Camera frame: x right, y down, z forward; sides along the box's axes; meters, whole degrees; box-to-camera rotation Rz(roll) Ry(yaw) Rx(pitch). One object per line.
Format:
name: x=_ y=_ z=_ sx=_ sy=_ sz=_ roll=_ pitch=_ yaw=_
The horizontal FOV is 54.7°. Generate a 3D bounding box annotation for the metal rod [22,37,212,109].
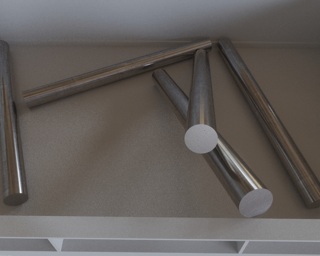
metal rod: x=-0.054 y=-0.090 z=0.480 sx=0.302 sy=0.025 sz=0.025 roll=-21 pitch=53 yaw=-17

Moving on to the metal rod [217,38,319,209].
metal rod: x=0.141 y=-0.030 z=0.431 sx=0.025 sy=0.025 sz=0.300 roll=-10 pitch=51 yaw=-8

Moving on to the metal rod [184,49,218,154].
metal rod: x=0.049 y=-0.054 z=0.370 sx=0.025 sy=0.025 sz=0.301 roll=6 pitch=25 yaw=5

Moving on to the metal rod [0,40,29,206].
metal rod: x=-0.211 y=-0.029 z=0.427 sx=0.025 sy=0.025 sz=0.300 roll=-17 pitch=52 yaw=-13

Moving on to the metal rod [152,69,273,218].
metal rod: x=0.033 y=-0.014 z=0.342 sx=0.025 sy=0.025 sz=0.300 roll=-11 pitch=28 yaw=-9
